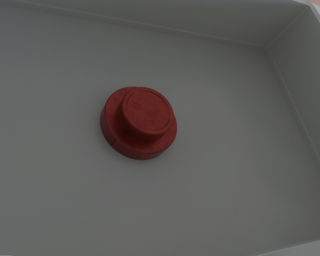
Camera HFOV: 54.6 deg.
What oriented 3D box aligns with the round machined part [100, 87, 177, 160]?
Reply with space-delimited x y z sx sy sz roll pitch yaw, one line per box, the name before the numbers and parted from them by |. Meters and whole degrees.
round machined part | -0.022 -0.012 0.390 0.099 0.042 0.098 13 56 -21
